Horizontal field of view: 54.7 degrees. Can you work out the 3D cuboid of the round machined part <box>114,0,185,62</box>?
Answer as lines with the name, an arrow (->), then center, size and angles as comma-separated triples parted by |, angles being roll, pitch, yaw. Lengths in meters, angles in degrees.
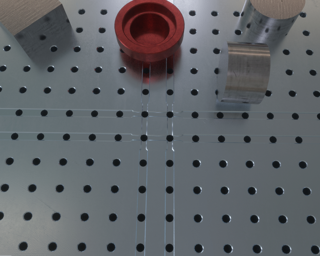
round machined part -> -0.015, -0.139, 0.453 | 0.099, 0.042, 0.098 | 0, 70, 0

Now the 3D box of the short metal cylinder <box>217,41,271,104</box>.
short metal cylinder -> 0.108, -0.073, 0.410 | 0.050, 0.080, 0.080 | 4, 70, 1

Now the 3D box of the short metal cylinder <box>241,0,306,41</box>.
short metal cylinder -> 0.167, -0.180, 0.465 | 0.081, 0.050, 0.080 | 0, 70, 0

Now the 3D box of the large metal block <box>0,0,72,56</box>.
large metal block -> -0.194, -0.168, 0.458 | 0.080, 0.050, 0.080 | -41, 75, -14
